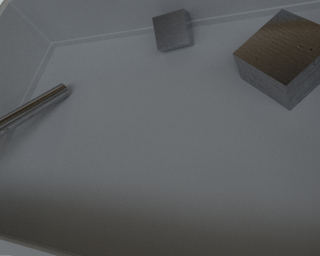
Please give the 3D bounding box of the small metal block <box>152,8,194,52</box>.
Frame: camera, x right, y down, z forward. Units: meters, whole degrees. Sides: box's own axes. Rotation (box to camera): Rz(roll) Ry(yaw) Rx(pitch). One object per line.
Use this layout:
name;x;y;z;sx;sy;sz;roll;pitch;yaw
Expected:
small metal block;0.020;-0.146;0.468;0.050;0.025;0.050;-8;94;24

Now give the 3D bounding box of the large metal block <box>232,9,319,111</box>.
large metal block;0.147;-0.080;0.362;0.080;0.050;0.080;-42;51;-1

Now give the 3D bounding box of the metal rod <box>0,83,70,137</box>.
metal rod;-0.261;0.016;0.451;0.025;0.025;0.302;22;48;36
